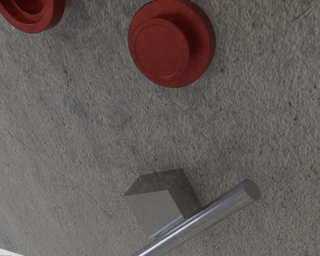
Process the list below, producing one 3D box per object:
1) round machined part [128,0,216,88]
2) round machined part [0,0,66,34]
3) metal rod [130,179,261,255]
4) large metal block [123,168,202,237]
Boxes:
[{"bbox_3d":[0.007,-0.088,0.337,0.098,0.042,0.097,13,124,21],"label":"round machined part"},{"bbox_3d":[-0.153,-0.168,0.373,0.098,0.042,0.097,13,124,21],"label":"round machined part"},{"bbox_3d":[0.020,0.150,0.424,0.025,0.025,0.298,42,129,-1],"label":"metal rod"},{"bbox_3d":[0.007,0.111,0.456,0.080,0.050,0.080,-16,110,34],"label":"large metal block"}]
